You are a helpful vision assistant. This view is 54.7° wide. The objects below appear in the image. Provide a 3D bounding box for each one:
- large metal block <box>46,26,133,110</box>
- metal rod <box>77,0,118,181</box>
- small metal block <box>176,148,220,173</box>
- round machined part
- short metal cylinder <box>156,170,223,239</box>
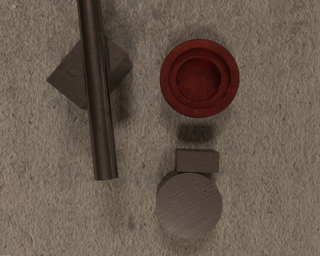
[{"bbox_3d":[-0.081,-0.068,0.381,0.050,0.080,0.080,39,90,-1],"label":"large metal block"},{"bbox_3d":[-0.071,-0.095,0.329,0.025,0.025,0.298,-6,90,-1],"label":"metal rod"},{"bbox_3d":[0.046,0.041,0.398,0.050,0.050,0.025,2,90,-1],"label":"small metal block"},{"bbox_3d":[0.049,-0.062,0.402,0.099,0.042,0.097,0,90,-1],"label":"round machined part"},{"bbox_3d":[0.035,0.093,0.398,0.081,0.050,0.079,0,90,-1],"label":"short metal cylinder"}]
